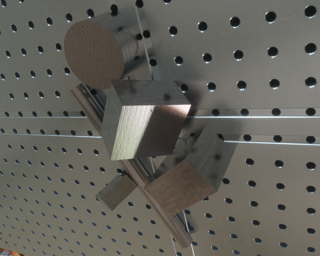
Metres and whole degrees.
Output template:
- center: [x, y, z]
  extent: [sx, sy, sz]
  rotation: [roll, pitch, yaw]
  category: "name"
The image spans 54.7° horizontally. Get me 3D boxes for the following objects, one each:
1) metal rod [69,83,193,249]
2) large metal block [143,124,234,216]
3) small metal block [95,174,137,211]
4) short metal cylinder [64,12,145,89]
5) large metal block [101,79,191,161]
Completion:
- center: [-0.037, 0.064, 0.468]
  extent: [0.025, 0.025, 0.299]
  rotation: [-24, 106, 36]
  category: "metal rod"
- center: [0.037, 0.052, 0.387]
  extent: [0.050, 0.080, 0.080]
  rotation: [46, 129, -4]
  category: "large metal block"
- center: [-0.069, 0.098, 0.478]
  extent: [0.025, 0.050, 0.050]
  rotation: [51, 159, -8]
  category: "small metal block"
- center: [-0.066, -0.093, 0.371]
  extent: [0.080, 0.050, 0.079]
  rotation: [13, 124, 20]
  category: "short metal cylinder"
- center: [-0.020, -0.010, 0.371]
  extent: [0.050, 0.081, 0.079]
  rotation: [61, 144, 42]
  category: "large metal block"
